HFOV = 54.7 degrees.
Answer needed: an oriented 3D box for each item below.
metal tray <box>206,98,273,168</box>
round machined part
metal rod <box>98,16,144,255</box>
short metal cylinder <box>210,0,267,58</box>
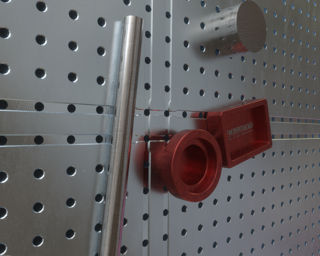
[{"bbox_3d":[0.137,0.005,0.520,0.131,0.030,0.089,-17,101,-39],"label":"metal tray"},{"bbox_3d":[0.039,0.050,0.430,0.099,0.042,0.097,0,90,-40],"label":"round machined part"},{"bbox_3d":[-0.046,0.015,0.370,0.025,0.025,0.298,9,84,-40],"label":"metal rod"},{"bbox_3d":[0.127,-0.157,0.499,0.081,0.050,0.080,0,90,-40],"label":"short metal cylinder"}]
